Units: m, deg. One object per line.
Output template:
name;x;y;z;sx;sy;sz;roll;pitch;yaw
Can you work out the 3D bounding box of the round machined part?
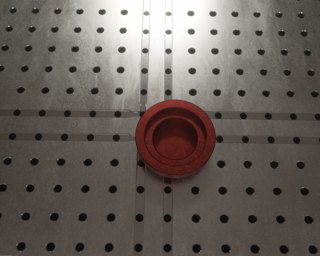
round machined part;0.019;0.016;0.397;0.099;0.042;0.098;0;70;-1
